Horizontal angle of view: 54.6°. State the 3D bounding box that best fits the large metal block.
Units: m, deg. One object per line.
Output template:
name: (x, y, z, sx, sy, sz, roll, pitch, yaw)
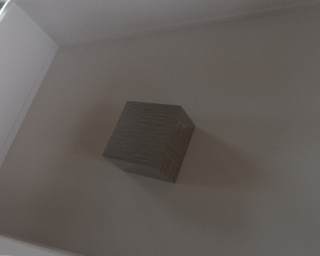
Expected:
large metal block: (-0.012, 0.016, 0.387, 0.080, 0.050, 0.080, 8, 66, 32)
